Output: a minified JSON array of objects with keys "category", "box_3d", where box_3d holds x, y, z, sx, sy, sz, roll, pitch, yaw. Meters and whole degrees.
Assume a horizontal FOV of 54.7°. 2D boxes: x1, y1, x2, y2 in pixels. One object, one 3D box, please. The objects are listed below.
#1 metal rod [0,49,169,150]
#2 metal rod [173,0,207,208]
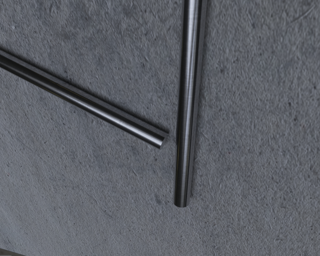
[{"category":"metal rod","box_3d":[-0.126,-0.047,0.443,0.301,0.025,0.025,27,128,11]},{"category":"metal rod","box_3d":[0.033,-0.018,0.378,0.025,0.025,0.298,14,124,20]}]
